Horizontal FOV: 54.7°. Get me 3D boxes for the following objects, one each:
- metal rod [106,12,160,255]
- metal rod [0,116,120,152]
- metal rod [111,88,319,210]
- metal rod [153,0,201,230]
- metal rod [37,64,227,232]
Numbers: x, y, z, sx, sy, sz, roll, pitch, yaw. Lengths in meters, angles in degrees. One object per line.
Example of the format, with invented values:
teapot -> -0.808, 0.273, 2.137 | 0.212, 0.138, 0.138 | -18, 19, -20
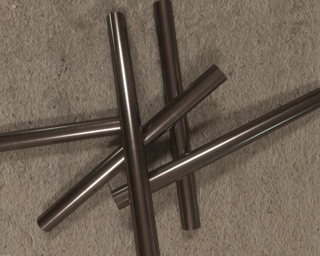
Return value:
metal rod -> -0.035, -0.004, 0.370 | 0.025, 0.025, 0.299 | -9, 74, 0
metal rod -> -0.186, 0.016, 0.407 | 0.302, 0.025, 0.025 | -8, 90, -1
metal rod -> 0.081, 0.022, 0.392 | 0.302, 0.025, 0.025 | -26, 90, -8
metal rod -> 0.022, -0.017, 0.410 | 0.025, 0.025, 0.298 | -7, 90, 0
metal rod -> -0.039, 0.029, 0.392 | 0.300, 0.025, 0.025 | -41, 91, 6
